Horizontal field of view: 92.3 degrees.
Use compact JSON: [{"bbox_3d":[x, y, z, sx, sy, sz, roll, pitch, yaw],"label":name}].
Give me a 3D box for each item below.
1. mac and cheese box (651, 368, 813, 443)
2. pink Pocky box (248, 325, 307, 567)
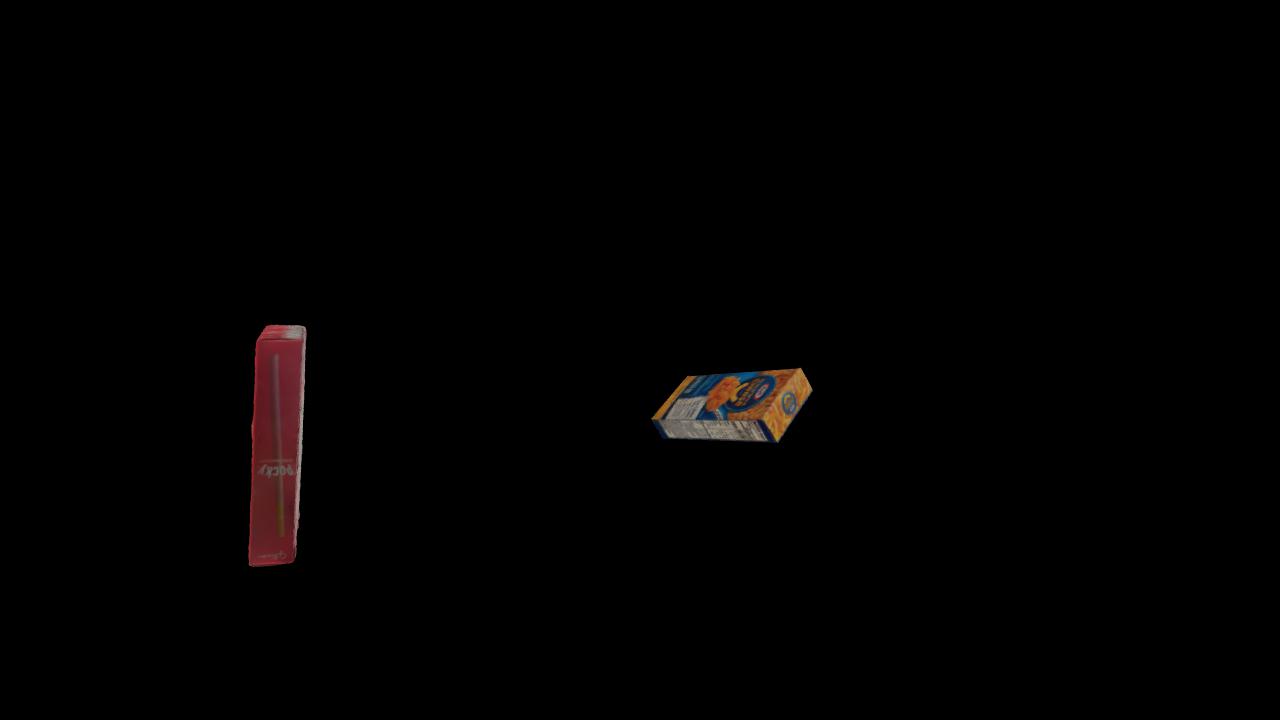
[{"bbox_3d":[0.105,0.055,0.743,0.184,0.041,0.093,-7,31,50],"label":"mac and cheese box"},{"bbox_3d":[-0.254,0.055,0.434,0.029,0.155,0.084,2,8,-28],"label":"pink Pocky box"}]
